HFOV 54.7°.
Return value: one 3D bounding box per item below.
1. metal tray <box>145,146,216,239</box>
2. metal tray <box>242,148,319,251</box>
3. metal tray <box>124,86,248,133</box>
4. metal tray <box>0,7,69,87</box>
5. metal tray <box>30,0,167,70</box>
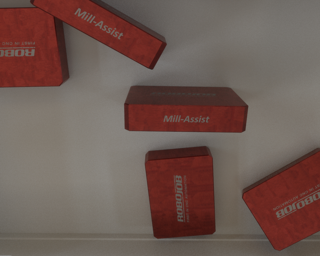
[{"bbox_3d":[0.030,0.094,0.444,0.091,0.030,0.129,-5,110,1],"label":"metal tray"},{"bbox_3d":[0.193,0.097,0.428,0.130,0.030,0.090,-33,82,11],"label":"metal tray"},{"bbox_3d":[0.027,-0.025,0.367,0.131,0.090,0.030,1,110,-1],"label":"metal tray"},{"bbox_3d":[-0.183,-0.096,0.371,0.131,0.030,0.089,-1,110,0],"label":"metal tray"},{"bbox_3d":[-0.057,-0.114,0.333,0.131,0.090,0.030,27,108,-10],"label":"metal tray"}]
